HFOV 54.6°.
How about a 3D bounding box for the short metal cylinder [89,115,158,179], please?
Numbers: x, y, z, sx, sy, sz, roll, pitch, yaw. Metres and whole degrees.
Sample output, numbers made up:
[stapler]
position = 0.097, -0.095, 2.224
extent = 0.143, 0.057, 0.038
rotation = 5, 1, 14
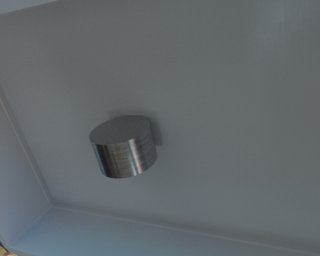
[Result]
[short metal cylinder]
position = -0.048, 0.023, 0.413
extent = 0.080, 0.080, 0.050
rotation = 2, 119, 27
